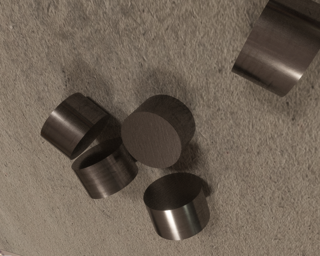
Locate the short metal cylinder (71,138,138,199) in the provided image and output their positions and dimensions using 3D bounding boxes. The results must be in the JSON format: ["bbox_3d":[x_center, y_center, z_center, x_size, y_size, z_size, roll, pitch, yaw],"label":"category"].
[{"bbox_3d":[-0.078,0.057,0.446,0.080,0.080,0.050,-14,111,33],"label":"short metal cylinder"}]

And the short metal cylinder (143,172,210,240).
[{"bbox_3d":[0.023,0.104,0.423,0.080,0.080,0.050,-3,117,29],"label":"short metal cylinder"}]

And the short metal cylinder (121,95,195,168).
[{"bbox_3d":[-0.001,0.004,0.393,0.080,0.050,0.079,13,124,20],"label":"short metal cylinder"}]

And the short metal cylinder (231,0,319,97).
[{"bbox_3d":[0.105,-0.074,0.270,0.050,0.080,0.079,30,128,9],"label":"short metal cylinder"}]

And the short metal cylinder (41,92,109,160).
[{"bbox_3d":[-0.116,-0.002,0.429,0.050,0.080,0.080,39,129,2],"label":"short metal cylinder"}]
